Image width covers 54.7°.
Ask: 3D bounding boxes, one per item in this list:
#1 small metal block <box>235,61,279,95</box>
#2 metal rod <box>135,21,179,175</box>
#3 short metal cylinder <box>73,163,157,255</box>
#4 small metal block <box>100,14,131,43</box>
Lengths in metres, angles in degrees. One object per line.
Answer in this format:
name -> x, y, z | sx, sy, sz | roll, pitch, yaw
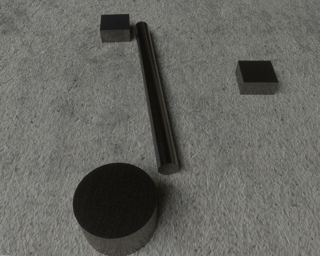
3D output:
small metal block -> 0.145, -0.077, 0.470 | 0.050, 0.025, 0.050 | 0, 50, -1
metal rod -> -0.011, -0.065, 0.457 | 0.025, 0.025, 0.300 | -6, 50, -6
short metal cylinder -> -0.043, 0.083, 0.317 | 0.081, 0.050, 0.080 | 0, 50, 0
small metal block -> -0.079, -0.178, 0.552 | 0.050, 0.025, 0.050 | -3, 50, -3
